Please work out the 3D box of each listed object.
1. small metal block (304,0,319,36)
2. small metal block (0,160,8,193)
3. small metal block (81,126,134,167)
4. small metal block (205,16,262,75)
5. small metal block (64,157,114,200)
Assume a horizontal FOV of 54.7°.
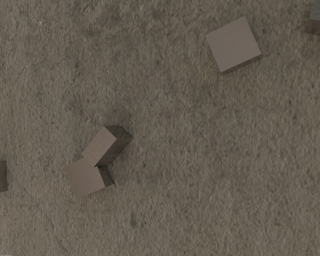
[{"bbox_3d":[0.187,-0.115,0.330,0.050,0.050,0.025,20,97,18],"label":"small metal block"},{"bbox_3d":[-0.279,0.080,0.505,0.050,0.025,0.050,-4,89,19],"label":"small metal block"},{"bbox_3d":[-0.070,0.024,0.419,0.025,0.050,0.050,44,103,14],"label":"small metal block"},{"bbox_3d":[0.090,-0.099,0.377,0.050,0.025,0.050,-23,83,18],"label":"small metal block"},{"bbox_3d":[-0.101,0.068,0.443,0.050,0.025,0.050,-26,82,17],"label":"small metal block"}]
